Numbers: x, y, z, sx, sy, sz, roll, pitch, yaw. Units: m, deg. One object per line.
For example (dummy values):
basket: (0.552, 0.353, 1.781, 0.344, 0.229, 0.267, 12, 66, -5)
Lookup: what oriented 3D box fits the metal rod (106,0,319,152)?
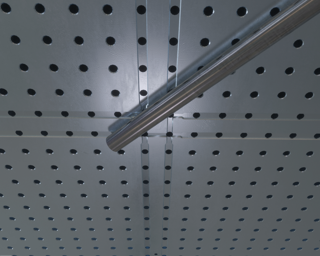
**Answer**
metal rod: (0.047, -0.054, 0.365, 0.299, 0.025, 0.025, -34, 122, 25)
